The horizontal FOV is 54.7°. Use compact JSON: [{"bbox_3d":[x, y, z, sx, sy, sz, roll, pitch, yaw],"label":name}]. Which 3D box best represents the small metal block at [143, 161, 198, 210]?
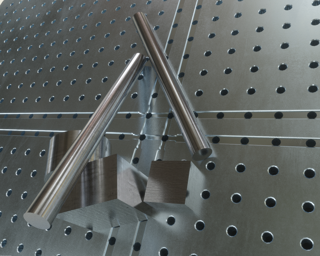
[{"bbox_3d":[0.013,0.066,0.360,0.050,0.025,0.050,-3,60,26],"label":"small metal block"}]

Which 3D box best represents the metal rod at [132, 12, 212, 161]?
[{"bbox_3d":[0.007,-0.080,0.452,0.025,0.025,0.299,-29,52,10],"label":"metal rod"}]

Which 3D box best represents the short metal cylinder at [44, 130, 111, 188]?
[{"bbox_3d":[-0.103,0.045,0.398,0.080,0.080,0.050,-18,55,18],"label":"short metal cylinder"}]

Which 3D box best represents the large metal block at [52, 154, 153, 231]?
[{"bbox_3d":[-0.063,0.078,0.357,0.080,0.080,0.050,-18,55,17],"label":"large metal block"}]

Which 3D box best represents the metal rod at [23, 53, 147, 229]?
[{"bbox_3d":[-0.070,-0.013,0.381,0.025,0.025,0.301,-7,36,24],"label":"metal rod"}]
